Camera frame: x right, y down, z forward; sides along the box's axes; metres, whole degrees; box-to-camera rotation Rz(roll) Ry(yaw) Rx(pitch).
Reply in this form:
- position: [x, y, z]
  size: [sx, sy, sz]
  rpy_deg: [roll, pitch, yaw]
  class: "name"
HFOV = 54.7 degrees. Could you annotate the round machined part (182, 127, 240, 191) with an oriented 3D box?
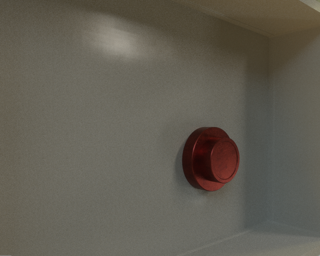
- position: [0.083, 0.047, 0.468]
  size: [0.099, 0.042, 0.097]
  rpy_deg: [0, 90, -40]
  class: "round machined part"
